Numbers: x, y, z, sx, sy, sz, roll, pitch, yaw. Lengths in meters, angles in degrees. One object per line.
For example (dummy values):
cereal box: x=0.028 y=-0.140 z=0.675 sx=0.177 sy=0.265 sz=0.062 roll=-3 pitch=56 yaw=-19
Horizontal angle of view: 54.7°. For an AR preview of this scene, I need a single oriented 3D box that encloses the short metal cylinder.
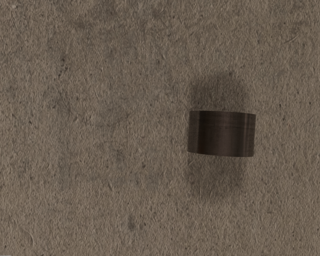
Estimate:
short metal cylinder: x=0.076 y=0.007 z=0.384 sx=0.081 sy=0.080 sz=0.050 roll=4 pitch=90 yaw=-1
